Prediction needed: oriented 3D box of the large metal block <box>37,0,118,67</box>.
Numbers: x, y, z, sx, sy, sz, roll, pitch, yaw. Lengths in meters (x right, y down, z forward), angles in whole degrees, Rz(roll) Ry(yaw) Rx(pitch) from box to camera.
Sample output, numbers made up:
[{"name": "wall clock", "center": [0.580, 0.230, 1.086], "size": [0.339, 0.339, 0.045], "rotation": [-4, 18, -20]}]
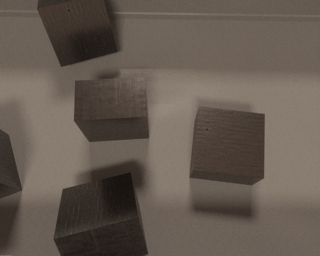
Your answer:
[{"name": "large metal block", "center": [-0.110, -0.140, 0.423], "size": [0.081, 0.080, 0.050], "rotation": [-17, 40, -7]}]

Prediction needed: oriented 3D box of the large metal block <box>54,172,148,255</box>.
[{"name": "large metal block", "center": [-0.062, 0.100, 0.337], "size": [0.081, 0.050, 0.080], "rotation": [-13, 26, -5]}]

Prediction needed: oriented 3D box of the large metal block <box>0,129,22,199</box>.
[{"name": "large metal block", "center": [-0.212, 0.039, 0.363], "size": [0.050, 0.080, 0.080], "rotation": [-20, 72, -7]}]

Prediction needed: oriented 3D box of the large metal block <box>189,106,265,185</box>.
[{"name": "large metal block", "center": [0.083, 0.024, 0.389], "size": [0.080, 0.050, 0.080], "rotation": [7, 70, 2]}]

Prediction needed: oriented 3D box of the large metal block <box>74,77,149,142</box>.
[{"name": "large metal block", "center": [-0.056, -0.020, 0.387], "size": [0.081, 0.080, 0.050], "rotation": [-4, 70, -2]}]
